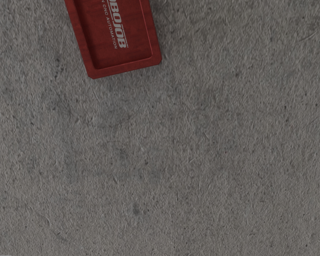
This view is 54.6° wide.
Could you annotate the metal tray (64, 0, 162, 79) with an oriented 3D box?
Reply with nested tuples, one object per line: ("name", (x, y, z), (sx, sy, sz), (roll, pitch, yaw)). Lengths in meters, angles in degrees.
("metal tray", (-0.055, -0.130, 0.358), (0.090, 0.030, 0.129), (-12, 110, 4))
